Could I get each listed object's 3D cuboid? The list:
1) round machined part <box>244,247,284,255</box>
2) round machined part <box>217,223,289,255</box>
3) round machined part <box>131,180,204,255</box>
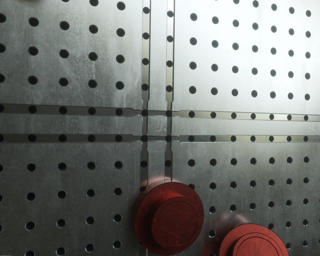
[{"bbox_3d":[0.162,0.235,0.463,0.099,0.042,0.097,0,90,-20],"label":"round machined part"},{"bbox_3d":[0.130,0.182,0.427,0.098,0.042,0.098,-1,64,2],"label":"round machined part"},{"bbox_3d":[0.015,0.120,0.409,0.099,0.042,0.097,0,90,-20],"label":"round machined part"}]
